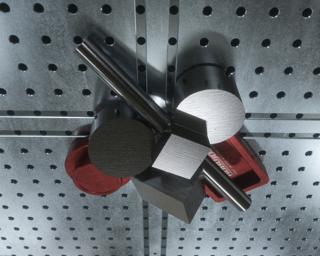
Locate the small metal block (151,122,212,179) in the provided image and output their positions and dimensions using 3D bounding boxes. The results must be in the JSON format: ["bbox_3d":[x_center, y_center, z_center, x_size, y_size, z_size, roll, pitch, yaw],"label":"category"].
[{"bbox_3d":[0.024,0.027,0.361,0.050,0.025,0.050,21,119,-17],"label":"small metal block"}]

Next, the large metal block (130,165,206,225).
[{"bbox_3d":[0.013,0.079,0.423,0.080,0.050,0.080,22,152,25],"label":"large metal block"}]

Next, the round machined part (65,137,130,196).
[{"bbox_3d":[-0.087,0.060,0.445,0.099,0.042,0.097,0,130,0],"label":"round machined part"}]

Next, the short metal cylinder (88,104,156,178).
[{"bbox_3d":[-0.048,0.015,0.388,0.081,0.050,0.079,-3,114,-8],"label":"short metal cylinder"}]

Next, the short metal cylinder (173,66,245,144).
[{"bbox_3d":[0.056,-0.026,0.369,0.081,0.050,0.079,0,130,0],"label":"short metal cylinder"}]

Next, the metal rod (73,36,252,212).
[{"bbox_3d":[0.017,0.009,0.382,0.025,0.025,0.300,-35,113,26],"label":"metal rod"}]

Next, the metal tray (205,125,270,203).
[{"bbox_3d":[0.088,0.050,0.447,0.090,0.030,0.130,-29,125,22],"label":"metal tray"}]
